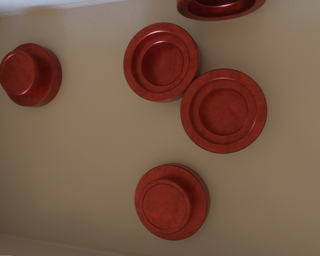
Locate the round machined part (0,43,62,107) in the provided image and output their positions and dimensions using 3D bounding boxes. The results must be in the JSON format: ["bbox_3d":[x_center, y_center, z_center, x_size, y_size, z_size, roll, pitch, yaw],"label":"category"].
[{"bbox_3d":[-0.204,-0.082,0.473,0.098,0.042,0.097,0,90,20],"label":"round machined part"}]

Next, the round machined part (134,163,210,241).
[{"bbox_3d":[0.012,0.096,0.397,0.098,0.042,0.097,0,90,20],"label":"round machined part"}]

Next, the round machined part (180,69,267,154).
[{"bbox_3d":[0.077,-0.019,0.373,0.098,0.042,0.097,0,91,18],"label":"round machined part"}]

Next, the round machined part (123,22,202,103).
[{"bbox_3d":[0.006,-0.081,0.399,0.098,0.042,0.097,0,90,20],"label":"round machined part"}]

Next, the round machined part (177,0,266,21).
[{"bbox_3d":[0.067,-0.158,0.348,0.098,0.098,0.042,-2,90,20],"label":"round machined part"}]
